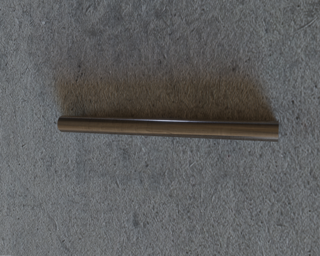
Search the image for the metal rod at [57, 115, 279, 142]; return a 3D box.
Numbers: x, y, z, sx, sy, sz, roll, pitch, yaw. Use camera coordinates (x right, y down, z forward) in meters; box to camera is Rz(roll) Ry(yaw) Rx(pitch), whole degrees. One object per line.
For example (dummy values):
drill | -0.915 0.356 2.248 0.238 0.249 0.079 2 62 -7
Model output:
metal rod | -0.003 -0.001 0.412 0.301 0.025 0.025 2 91 20
